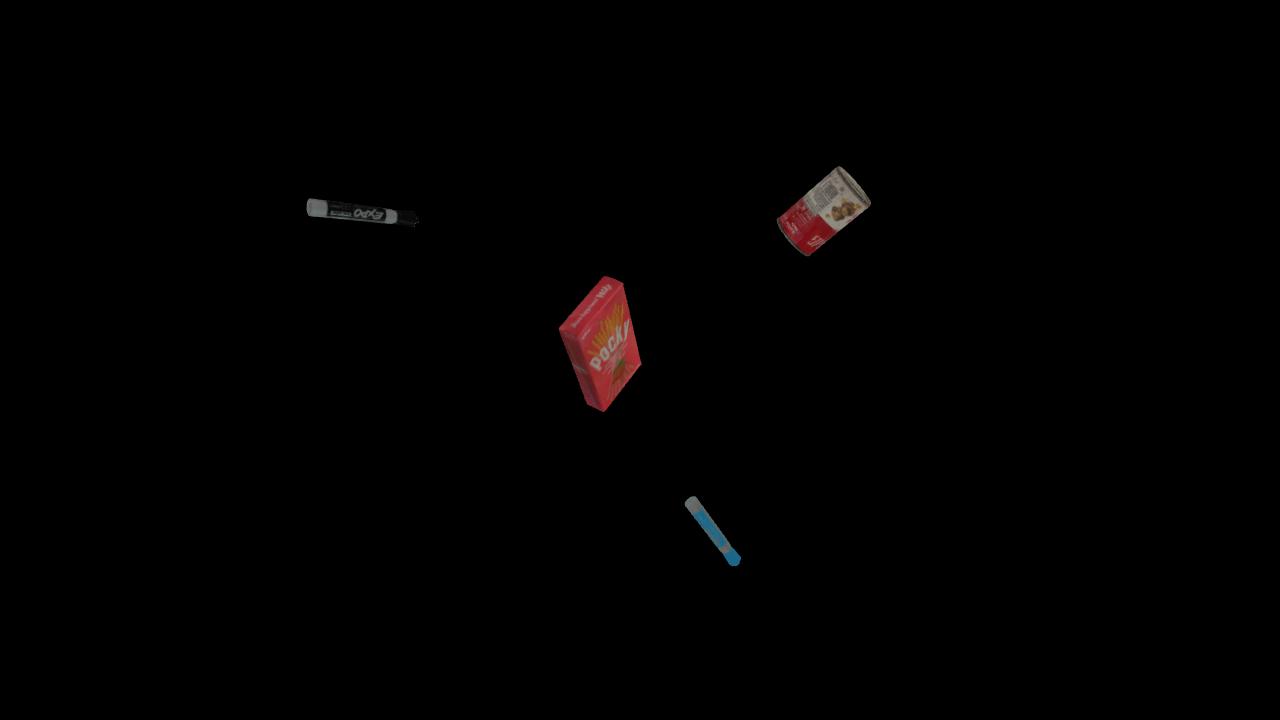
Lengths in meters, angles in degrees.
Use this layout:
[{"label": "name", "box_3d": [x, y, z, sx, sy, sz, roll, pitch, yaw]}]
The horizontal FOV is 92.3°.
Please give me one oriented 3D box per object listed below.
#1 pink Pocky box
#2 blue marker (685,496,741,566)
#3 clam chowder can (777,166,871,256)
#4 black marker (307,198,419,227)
[{"label": "pink Pocky box", "box_3d": [-0.040, -0.014, 0.695, 0.029, 0.084, 0.155, 25, -28, 24]}, {"label": "blue marker", "box_3d": [0.100, 0.232, 0.826, 0.020, 0.121, 0.020, -32, 17, 11]}, {"label": "clam chowder can", "box_3d": [0.241, -0.195, 0.808, 0.102, 0.068, 0.068, -41, -24, 30]}, {"label": "black marker", "box_3d": [-0.309, -0.166, 0.696, 0.020, 0.020, 0.121, 0, 3, 44]}]
